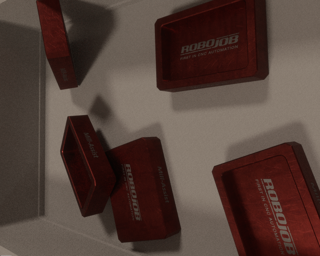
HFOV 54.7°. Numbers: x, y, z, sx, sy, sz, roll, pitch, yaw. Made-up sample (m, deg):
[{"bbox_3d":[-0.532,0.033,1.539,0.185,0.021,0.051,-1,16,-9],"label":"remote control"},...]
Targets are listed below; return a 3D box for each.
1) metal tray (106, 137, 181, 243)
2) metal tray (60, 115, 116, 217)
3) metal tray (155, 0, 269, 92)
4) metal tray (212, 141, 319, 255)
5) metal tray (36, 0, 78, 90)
[{"bbox_3d":[-0.029,0.085,0.425,0.090,0.030,0.129,-21,77,37],"label":"metal tray"},{"bbox_3d":[-0.113,0.055,0.466,0.130,0.030,0.089,58,139,33],"label":"metal tray"},{"bbox_3d":[0.054,-0.093,0.357,0.130,0.030,0.089,-3,88,39],"label":"metal tray"},{"bbox_3d":[0.114,0.088,0.308,0.090,0.030,0.129,-26,74,36],"label":"metal tray"},{"bbox_3d":[-0.156,-0.123,0.479,0.130,0.030,0.090,125,132,-74],"label":"metal tray"}]
